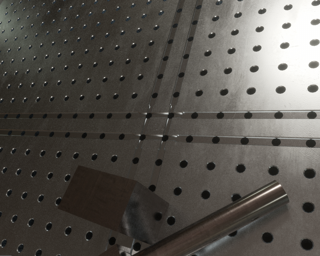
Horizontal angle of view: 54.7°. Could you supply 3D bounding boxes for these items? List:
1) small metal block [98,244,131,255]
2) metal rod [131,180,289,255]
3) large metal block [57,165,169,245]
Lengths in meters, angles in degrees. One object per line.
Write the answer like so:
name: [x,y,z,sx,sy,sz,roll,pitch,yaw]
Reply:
small metal block: [-0.053,0.163,0.335,0.050,0.025,0.050,-35,52,5]
metal rod: [-0.013,0.133,0.305,0.301,0.025,0.025,-28,52,-1]
large metal block: [-0.048,0.087,0.344,0.080,0.080,0.050,9,66,31]
